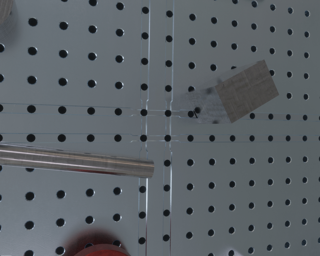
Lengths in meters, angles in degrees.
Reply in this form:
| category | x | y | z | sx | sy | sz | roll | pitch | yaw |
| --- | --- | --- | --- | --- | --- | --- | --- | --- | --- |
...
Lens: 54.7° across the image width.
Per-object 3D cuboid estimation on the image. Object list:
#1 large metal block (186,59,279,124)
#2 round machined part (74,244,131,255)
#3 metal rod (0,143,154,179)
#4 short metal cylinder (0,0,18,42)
| category | x | y | z | sx | sy | sz | roll | pitch | yaw |
| --- | --- | --- | --- | --- | --- | --- | --- | --- | --- |
| large metal block | 0.095 | -0.046 | 0.419 | 0.080 | 0.080 | 0.050 | -29 | 100 | -18 |
| round machined part | -0.074 | 0.190 | 0.377 | 0.099 | 0.042 | 0.097 | 0 | 90 | -20 |
| metal rod | -0.152 | 0.033 | 0.356 | 0.302 | 0.025 | 0.025 | 9 | 87 | -20 |
| short metal cylinder | -0.197 | -0.133 | 0.327 | 0.081 | 0.050 | 0.079 | 0 | 90 | -20 |
